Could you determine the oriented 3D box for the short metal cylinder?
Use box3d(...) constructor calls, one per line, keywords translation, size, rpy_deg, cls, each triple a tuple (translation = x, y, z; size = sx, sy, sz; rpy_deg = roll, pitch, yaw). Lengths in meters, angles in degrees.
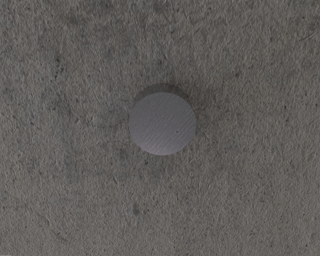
box3d(translation=(0.003, -0.012, 0.392), size=(0.080, 0.050, 0.079), rpy_deg=(0, 110, 0), cls="short metal cylinder")
